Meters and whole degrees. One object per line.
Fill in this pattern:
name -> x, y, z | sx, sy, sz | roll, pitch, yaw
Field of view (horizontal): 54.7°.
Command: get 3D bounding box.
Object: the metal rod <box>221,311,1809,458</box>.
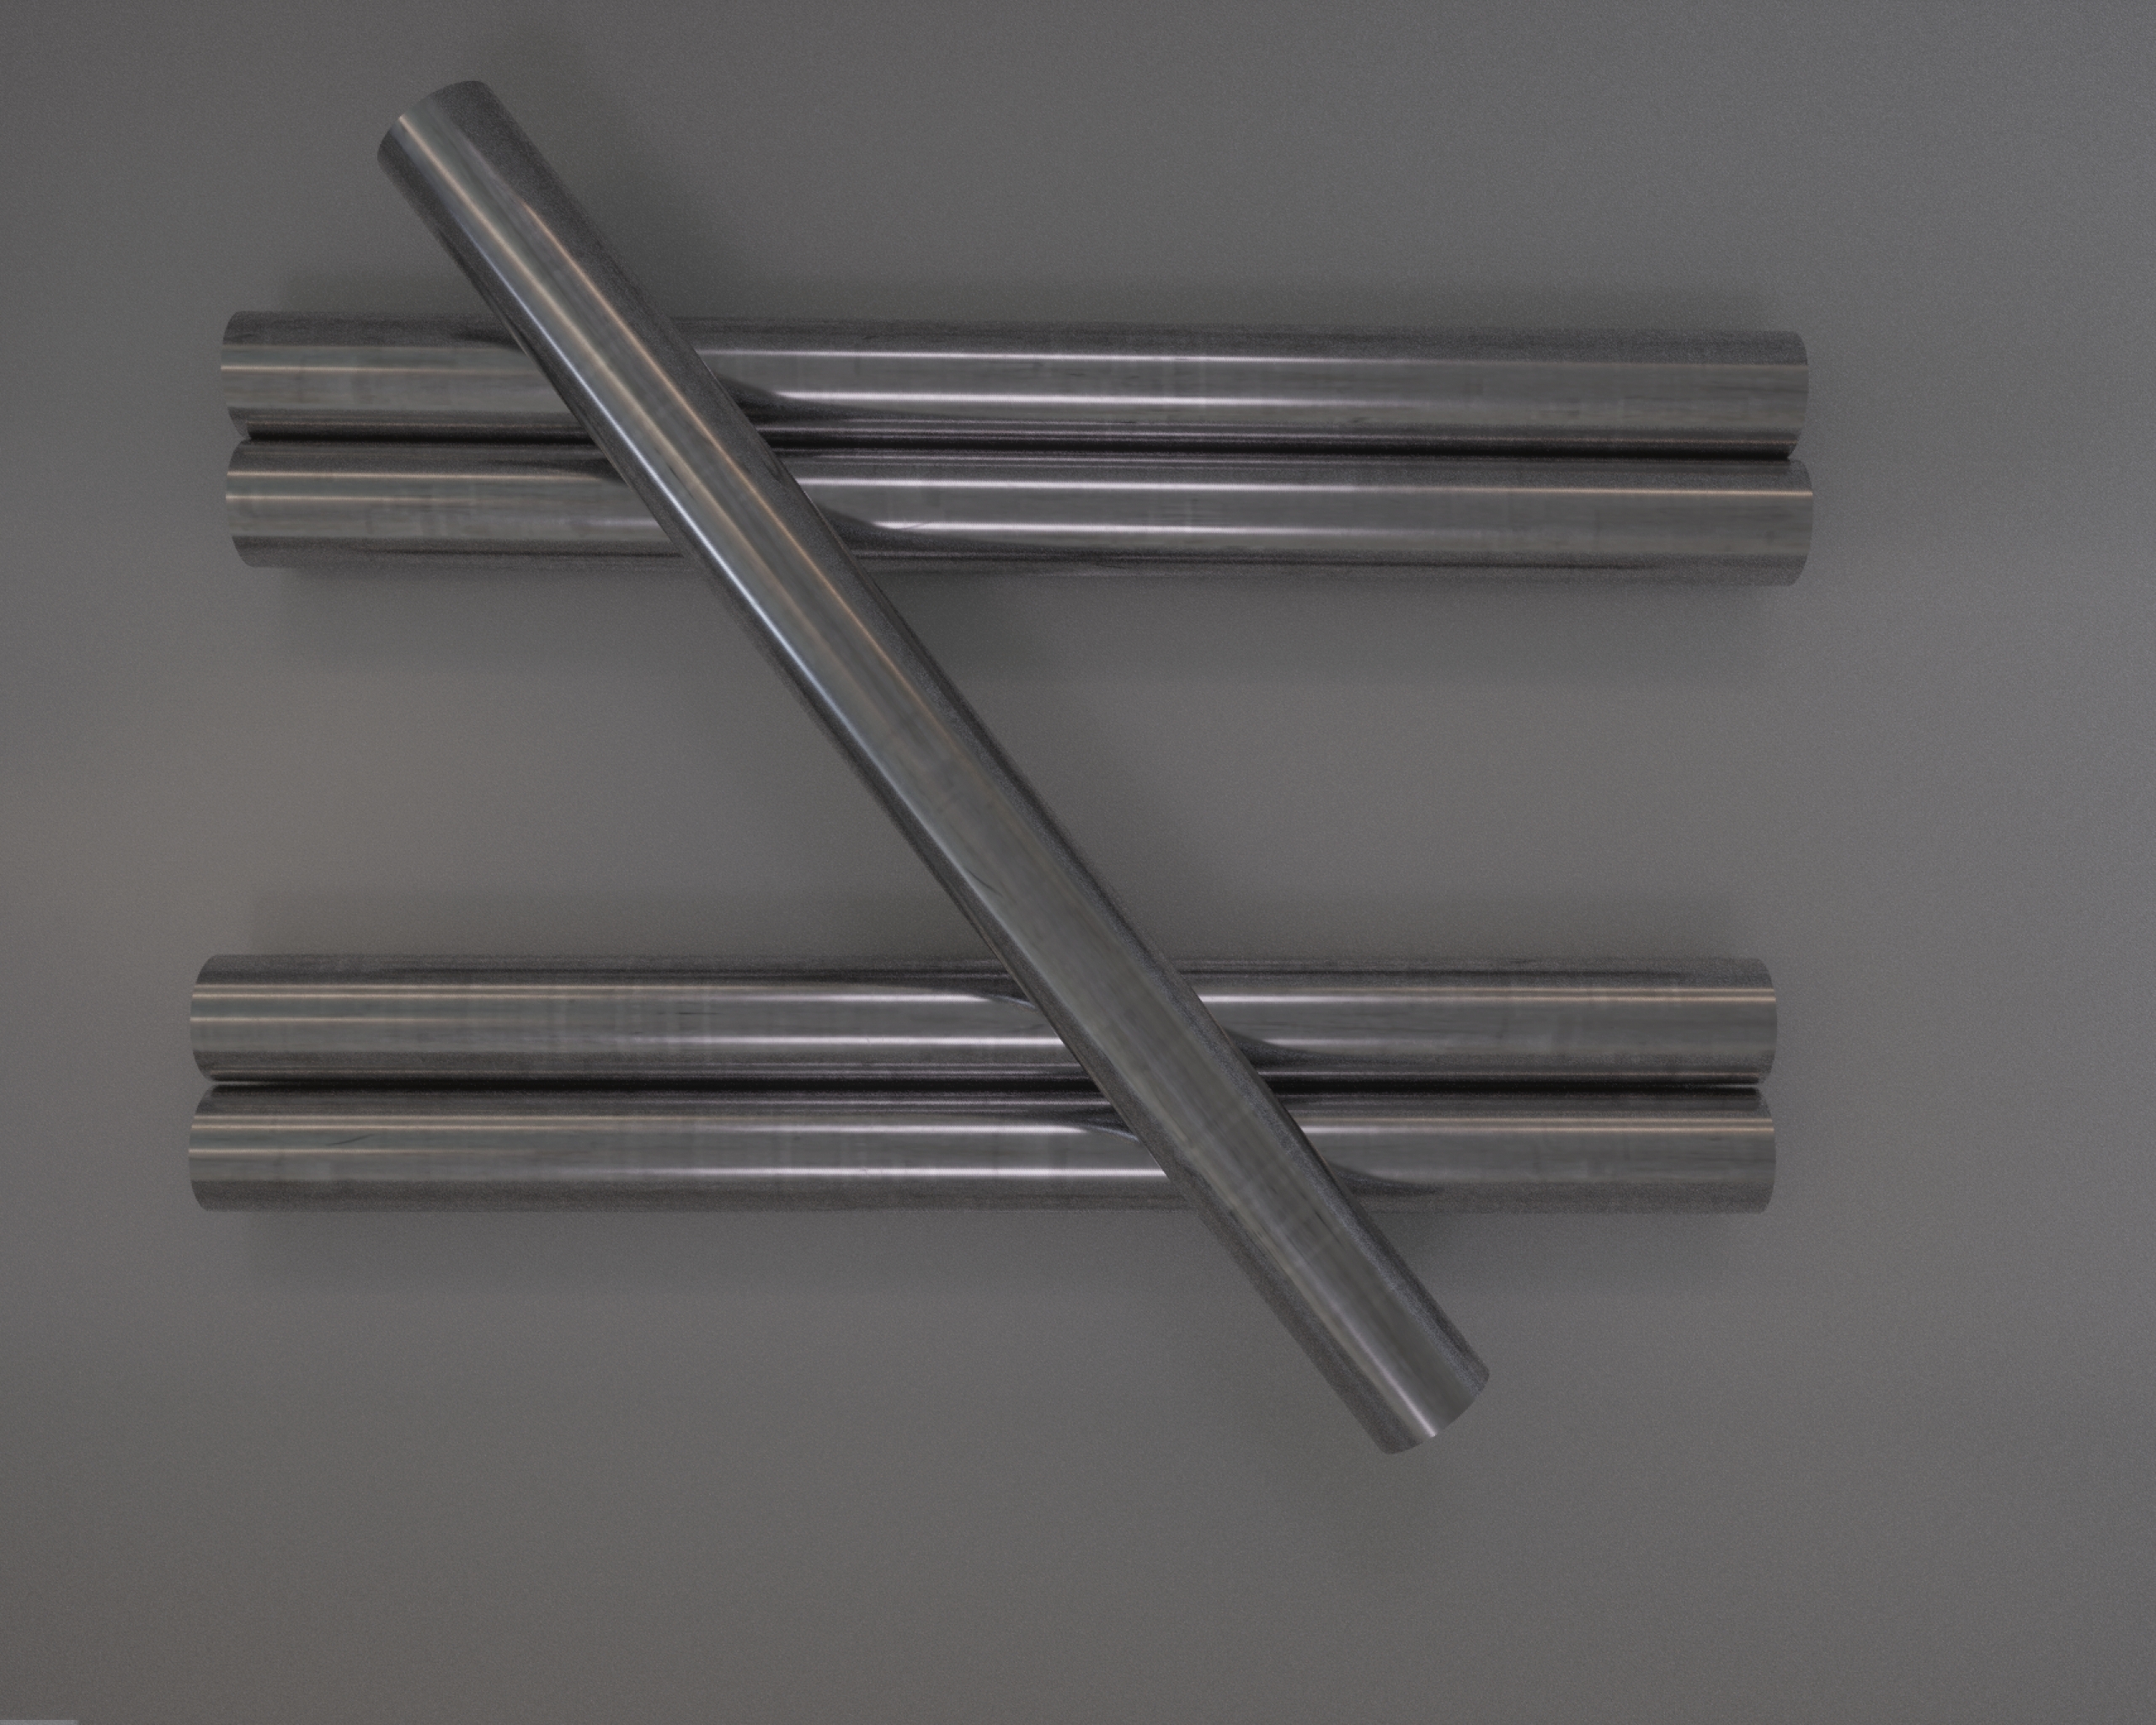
metal rod -> -0.012, -0.093, 0.409 | 0.302, 0.025, 0.025 | 1, 90, 0

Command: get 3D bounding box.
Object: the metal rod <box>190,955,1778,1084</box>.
metal rod -> -0.017, 0.031, 0.409 | 0.302, 0.025, 0.025 | 0, 90, 0

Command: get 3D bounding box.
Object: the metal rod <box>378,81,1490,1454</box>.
metal rod -> -0.026, -0.017, 0.385 | 0.025, 0.025, 0.300 | -38, 90, 0

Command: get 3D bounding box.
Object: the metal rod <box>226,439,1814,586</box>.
metal rod -> -0.011, -0.069, 0.409 | 0.302, 0.025, 0.025 | 1, 90, 0

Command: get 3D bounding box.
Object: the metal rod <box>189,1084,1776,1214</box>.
metal rod -> -0.018, 0.056, 0.409 | 0.302, 0.025, 0.025 | 0, 90, 0
